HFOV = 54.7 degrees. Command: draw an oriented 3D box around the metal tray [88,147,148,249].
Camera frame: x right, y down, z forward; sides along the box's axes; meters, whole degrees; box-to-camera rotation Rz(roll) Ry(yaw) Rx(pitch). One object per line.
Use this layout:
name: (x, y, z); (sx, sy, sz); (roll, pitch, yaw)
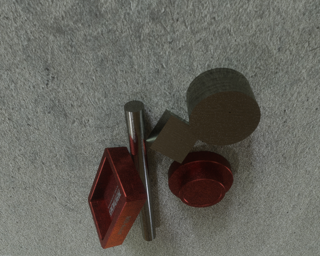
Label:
metal tray: (-0.066, 0.101, 0.446); (0.030, 0.090, 0.129); (-2, 135, -31)

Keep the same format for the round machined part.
round machined part: (0.062, 0.084, 0.468); (0.099, 0.042, 0.097); (-1, 130, 0)

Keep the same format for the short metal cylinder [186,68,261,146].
short metal cylinder: (0.073, -0.025, 0.371); (0.081, 0.050, 0.079); (0, 130, 0)

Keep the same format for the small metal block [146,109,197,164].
small metal block: (0.018, 0.011, 0.406); (0.050, 0.025, 0.050); (29, 101, -23)

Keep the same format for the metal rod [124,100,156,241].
metal rod: (-0.026, 0.086, 0.480); (0.025, 0.025, 0.298); (-2, 130, 1)
